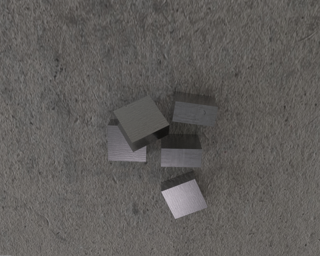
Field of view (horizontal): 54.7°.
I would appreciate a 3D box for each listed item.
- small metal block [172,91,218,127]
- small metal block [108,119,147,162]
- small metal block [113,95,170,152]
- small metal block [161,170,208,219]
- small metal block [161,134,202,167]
[{"bbox_3d":[0.041,-0.025,0.387,0.050,0.050,0.025,7,110,-3],"label":"small metal block"},{"bbox_3d":[-0.043,0.017,0.415,0.050,0.025,0.050,2,110,-1],"label":"small metal block"},{"bbox_3d":[-0.023,-0.006,0.384,0.050,0.050,0.025,-26,154,-16],"label":"small metal block"},{"bbox_3d":[0.035,0.096,0.445,0.050,0.025,0.050,-22,109,8],"label":"small metal block"},{"bbox_3d":[0.026,0.029,0.407,0.050,0.050,0.025,1,110,-1],"label":"small metal block"}]
